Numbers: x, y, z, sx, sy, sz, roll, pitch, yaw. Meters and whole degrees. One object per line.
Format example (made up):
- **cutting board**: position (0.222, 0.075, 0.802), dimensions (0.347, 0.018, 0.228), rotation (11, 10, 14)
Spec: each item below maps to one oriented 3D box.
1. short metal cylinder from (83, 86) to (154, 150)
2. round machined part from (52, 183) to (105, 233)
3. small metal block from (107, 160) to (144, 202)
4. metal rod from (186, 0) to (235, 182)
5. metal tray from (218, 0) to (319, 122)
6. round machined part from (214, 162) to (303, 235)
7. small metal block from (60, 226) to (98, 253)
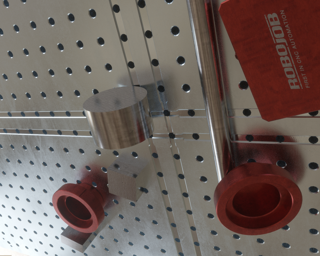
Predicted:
- **short metal cylinder**: position (-0.051, -0.015, 0.393), dimensions (0.080, 0.080, 0.050), rotation (4, 120, 26)
- **round machined part**: position (-0.141, 0.138, 0.561), dimensions (0.098, 0.042, 0.097), rotation (13, 124, 21)
- **small metal block**: position (-0.054, 0.084, 0.492), dimensions (0.050, 0.025, 0.050), rotation (14, 124, 20)
- **metal rod**: position (0.056, -0.062, 0.343), dimensions (0.025, 0.025, 0.298), rotation (0, 119, 28)
- **metal tray**: position (0.123, -0.077, 0.295), dimensions (0.090, 0.030, 0.130), rotation (-16, 111, 34)
- **round machined part**: position (0.114, 0.080, 0.374), dimensions (0.099, 0.042, 0.097), rotation (0, 121, -1)
- **small metal block**: position (-0.157, 0.208, 0.607), dimensions (0.050, 0.050, 0.025), rotation (19, 126, 17)
